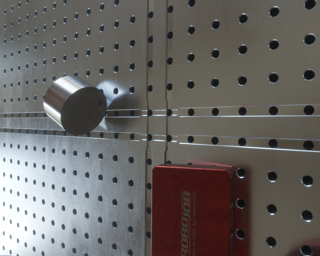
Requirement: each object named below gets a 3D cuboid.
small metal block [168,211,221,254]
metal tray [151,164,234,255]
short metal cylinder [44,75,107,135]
[{"bbox_3d":[0.038,0.129,0.378,0.050,0.025,0.050,-37,67,34],"label":"small metal block"},{"bbox_3d":[0.037,0.109,0.357,0.090,0.030,0.129,0,90,22],"label":"metal tray"},{"bbox_3d":[-0.131,-0.035,0.482,0.050,0.081,0.079,32,110,35],"label":"short metal cylinder"}]
